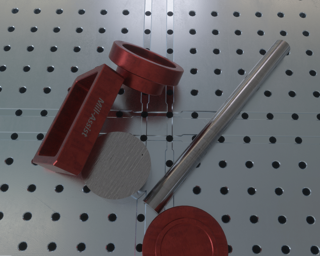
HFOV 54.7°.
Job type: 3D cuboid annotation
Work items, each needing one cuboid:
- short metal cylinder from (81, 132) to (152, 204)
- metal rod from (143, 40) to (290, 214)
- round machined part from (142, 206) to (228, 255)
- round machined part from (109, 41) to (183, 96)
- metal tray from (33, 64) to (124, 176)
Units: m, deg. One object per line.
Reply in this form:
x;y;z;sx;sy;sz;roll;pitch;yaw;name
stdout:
-0.051;0.050;0.380;0.081;0.050;0.080;0;70;0;short metal cylinder
0.084;-0.012;0.416;0.025;0.025;0.301;38;74;12;metal rod
0.029;0.138;0.352;0.099;0.042;0.098;0;70;0;round machined part
-0.022;-0.077;0.411;0.098;0.098;0.042;27;110;9;round machined part
-0.101;-0.010;0.380;0.030;0.090;0.130;33;68;-30;metal tray
